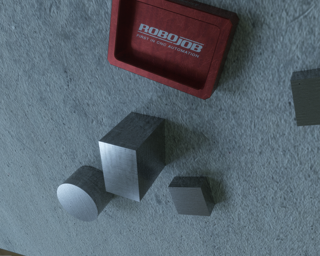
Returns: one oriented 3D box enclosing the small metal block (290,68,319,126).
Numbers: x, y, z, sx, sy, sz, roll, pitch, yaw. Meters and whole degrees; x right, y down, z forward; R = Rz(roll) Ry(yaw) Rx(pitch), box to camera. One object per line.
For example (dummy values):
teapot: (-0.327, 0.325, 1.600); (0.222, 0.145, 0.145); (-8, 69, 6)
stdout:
small metal block: (0.159, -0.031, 0.304); (0.050, 0.025, 0.050); (-5, 116, 30)

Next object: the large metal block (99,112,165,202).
large metal block: (-0.032, 0.035, 0.410); (0.050, 0.080, 0.079); (12, 124, 21)

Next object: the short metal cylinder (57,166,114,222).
short metal cylinder: (-0.125, 0.111, 0.525); (0.080, 0.050, 0.079); (13, 124, 21)

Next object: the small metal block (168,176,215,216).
small metal block: (0.046, 0.097, 0.443); (0.050, 0.025, 0.050); (-6, 116, 31)

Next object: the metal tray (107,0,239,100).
metal tray: (0.009, -0.095, 0.339); (0.130, 0.030, 0.089); (23, 127, 14)
